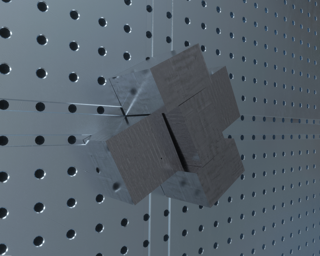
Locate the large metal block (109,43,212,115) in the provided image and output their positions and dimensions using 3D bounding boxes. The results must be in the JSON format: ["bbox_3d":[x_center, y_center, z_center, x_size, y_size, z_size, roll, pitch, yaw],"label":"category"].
[{"bbox_3d":[0.001,-0.057,0.372,0.080,0.080,0.050,-35,111,-34],"label":"large metal block"}]

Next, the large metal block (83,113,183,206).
[{"bbox_3d":[-0.030,0.031,0.368,0.080,0.050,0.080,-33,110,-35],"label":"large metal block"}]

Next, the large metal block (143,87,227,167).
[{"bbox_3d":[0.027,-0.001,0.395,0.050,0.080,0.080,-36,112,-34],"label":"large metal block"}]

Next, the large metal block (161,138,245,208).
[{"bbox_3d":[0.052,0.055,0.416,0.080,0.080,0.050,-36,112,-35],"label":"large metal block"}]

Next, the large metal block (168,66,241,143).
[{"bbox_3d":[0.062,-0.034,0.443,0.080,0.050,0.080,-36,114,-34],"label":"large metal block"}]
